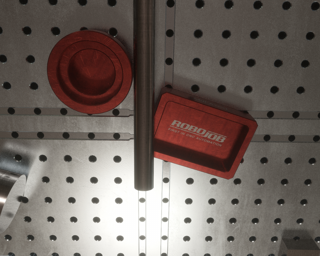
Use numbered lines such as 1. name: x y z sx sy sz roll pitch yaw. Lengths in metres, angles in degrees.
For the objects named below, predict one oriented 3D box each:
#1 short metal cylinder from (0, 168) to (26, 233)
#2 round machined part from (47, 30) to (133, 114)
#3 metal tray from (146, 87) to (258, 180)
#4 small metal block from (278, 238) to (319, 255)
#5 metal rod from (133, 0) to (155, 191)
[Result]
1. short metal cylinder: -0.223 0.095 0.416 0.050 0.080 0.079 17 109 -7
2. round machined part: -0.081 -0.069 0.378 0.099 0.042 0.097 0 110 -1
3. metal tray: 0.051 0.008 0.414 0.131 0.030 0.089 18 109 -7
4. small metal block: 0.219 0.205 0.492 0.050 0.025 0.050 2 110 -1
5. metal rod: -0.019 -0.069 0.367 0.025 0.025 0.298 1 103 -1
